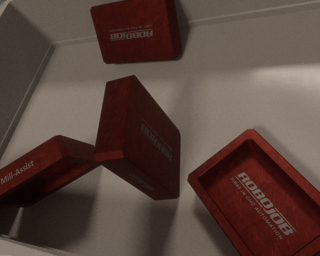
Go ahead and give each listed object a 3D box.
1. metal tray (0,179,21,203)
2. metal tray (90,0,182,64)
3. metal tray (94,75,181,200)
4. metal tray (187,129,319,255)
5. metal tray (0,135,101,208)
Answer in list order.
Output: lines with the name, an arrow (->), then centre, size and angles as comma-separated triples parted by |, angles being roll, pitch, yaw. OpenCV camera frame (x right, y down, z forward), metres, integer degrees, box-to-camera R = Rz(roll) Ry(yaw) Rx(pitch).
metal tray -> -0.271, 0.087, 0.420 | 0.090, 0.130, 0.030 | -9, 74, 20
metal tray -> -0.037, -0.148, 0.472 | 0.130, 0.089, 0.030 | 3, 28, 29
metal tray -> -0.016, 0.016, 0.335 | 0.030, 0.130, 0.090 | -10, 58, 22
metal tray -> 0.099, 0.073, 0.305 | 0.090, 0.030, 0.130 | -38, 51, 2
metal tray -> -0.154, 0.061, 0.402 | 0.130, 0.090, 0.030 | -31, 71, 8
